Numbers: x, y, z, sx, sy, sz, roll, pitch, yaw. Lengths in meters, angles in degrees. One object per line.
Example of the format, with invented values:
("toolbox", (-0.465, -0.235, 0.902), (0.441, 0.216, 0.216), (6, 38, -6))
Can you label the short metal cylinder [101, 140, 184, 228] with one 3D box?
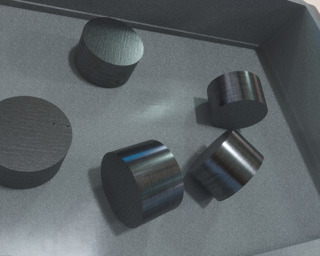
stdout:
("short metal cylinder", (-0.020, 0.057, 0.326), (0.050, 0.080, 0.080), (-16, 70, -35))

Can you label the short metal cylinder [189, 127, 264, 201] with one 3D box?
("short metal cylinder", (0.082, 0.045, 0.389), (0.050, 0.080, 0.080), (45, 51, 2))

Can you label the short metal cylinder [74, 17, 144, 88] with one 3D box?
("short metal cylinder", (-0.069, -0.100, 0.415), (0.081, 0.050, 0.080), (14, 56, -21))

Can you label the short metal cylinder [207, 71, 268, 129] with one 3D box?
("short metal cylinder", (0.112, -0.039, 0.457), (0.081, 0.080, 0.050), (11, 57, -23))

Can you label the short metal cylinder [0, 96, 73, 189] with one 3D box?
("short metal cylinder", (-0.134, 0.015, 0.309), (0.081, 0.050, 0.080), (14, 56, -21))
